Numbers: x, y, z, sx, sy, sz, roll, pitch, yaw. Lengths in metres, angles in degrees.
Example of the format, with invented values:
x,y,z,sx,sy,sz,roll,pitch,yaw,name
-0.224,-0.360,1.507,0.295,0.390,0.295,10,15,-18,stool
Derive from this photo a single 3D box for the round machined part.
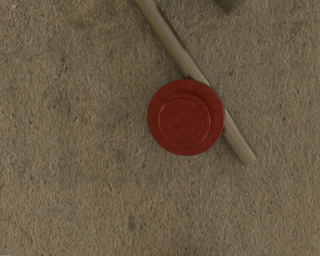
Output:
x,y,z,sx,sy,sz,roll,pitch,yaw,name
0.031,-0.012,0.388,0.098,0.042,0.097,3,100,14,round machined part

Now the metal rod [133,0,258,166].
x,y,z,sx,sy,sz,roll,pitch,yaw,name
0.037,-0.082,0.410,0.025,0.025,0.299,-33,90,0,metal rod

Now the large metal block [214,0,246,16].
x,y,z,sx,sy,sz,roll,pitch,yaw,name
0.085,-0.199,0.384,0.050,0.080,0.080,-42,91,0,large metal block
